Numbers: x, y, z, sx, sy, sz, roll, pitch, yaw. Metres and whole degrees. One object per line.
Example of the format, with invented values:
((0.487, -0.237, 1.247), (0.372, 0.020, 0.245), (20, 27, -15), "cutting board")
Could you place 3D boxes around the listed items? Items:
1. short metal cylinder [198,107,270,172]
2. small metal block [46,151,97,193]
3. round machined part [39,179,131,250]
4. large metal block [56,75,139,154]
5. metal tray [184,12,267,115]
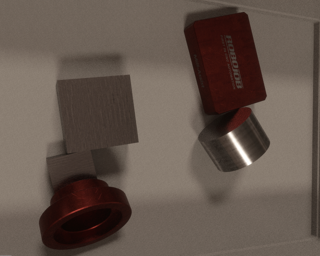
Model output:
((0.099, 0.015, 0.420), (0.080, 0.080, 0.050), (-37, 103, -16), "short metal cylinder")
((-0.105, 0.055, 0.372), (0.050, 0.025, 0.050), (-14, 95, -20), "small metal block")
((-0.086, 0.094, 0.352), (0.099, 0.097, 0.042), (-14, 52, -20), "round machined part")
((-0.076, -0.017, 0.370), (0.081, 0.050, 0.079), (-8, 93, -20), "large metal block")
((0.095, -0.092, 0.444), (0.091, 0.030, 0.129), (-17, 96, -20), "metal tray")
